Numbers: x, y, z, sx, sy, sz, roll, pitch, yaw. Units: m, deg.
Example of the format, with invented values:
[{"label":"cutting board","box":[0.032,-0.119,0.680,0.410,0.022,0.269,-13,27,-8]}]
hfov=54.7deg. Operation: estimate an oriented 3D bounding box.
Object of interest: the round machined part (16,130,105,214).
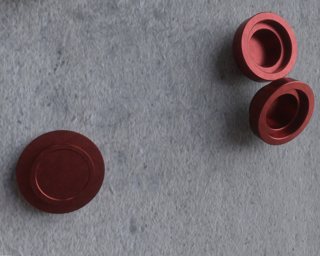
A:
[{"label":"round machined part","box":[-0.113,0.051,0.359,0.099,0.042,0.097,0,90,-21]}]

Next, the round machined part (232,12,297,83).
[{"label":"round machined part","box":[0.148,-0.115,0.456,0.099,0.042,0.097,0,90,-21]}]

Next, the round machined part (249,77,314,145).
[{"label":"round machined part","box":[0.171,-0.027,0.453,0.099,0.042,0.097,-10,118,-19]}]
